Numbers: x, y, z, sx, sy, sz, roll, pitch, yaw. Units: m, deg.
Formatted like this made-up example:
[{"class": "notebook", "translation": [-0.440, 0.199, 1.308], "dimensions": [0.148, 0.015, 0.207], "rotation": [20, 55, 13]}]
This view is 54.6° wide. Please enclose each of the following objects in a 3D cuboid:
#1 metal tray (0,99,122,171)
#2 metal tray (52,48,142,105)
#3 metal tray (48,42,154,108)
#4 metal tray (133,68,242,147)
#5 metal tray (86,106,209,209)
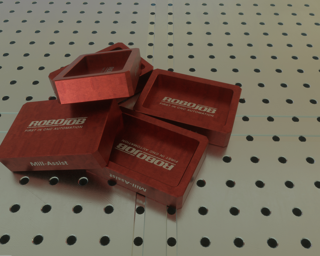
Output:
[{"class": "metal tray", "translation": [-0.120, 0.005, 0.377], "dimensions": [0.130, 0.030, 0.090], "rotation": [-4, 49, 15]}, {"class": "metal tray", "translation": [-0.075, -0.073, 0.410], "dimensions": [0.090, 0.030, 0.130], "rotation": [-6, 26, 5]}, {"class": "metal tray", "translation": [-0.085, -0.074, 0.465], "dimensions": [0.131, 0.030, 0.090], "rotation": [-32, 56, -24]}, {"class": "metal tray", "translation": [0.039, -0.032, 0.430], "dimensions": [0.130, 0.030, 0.090], "rotation": [14, 52, 11]}, {"class": "metal tray", "translation": [-0.017, 0.031, 0.377], "dimensions": [0.130, 0.030, 0.090], "rotation": [20, 53, 16]}]
